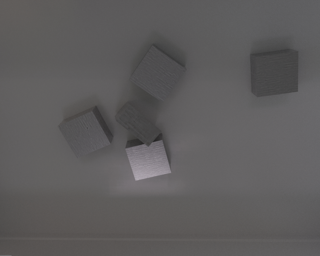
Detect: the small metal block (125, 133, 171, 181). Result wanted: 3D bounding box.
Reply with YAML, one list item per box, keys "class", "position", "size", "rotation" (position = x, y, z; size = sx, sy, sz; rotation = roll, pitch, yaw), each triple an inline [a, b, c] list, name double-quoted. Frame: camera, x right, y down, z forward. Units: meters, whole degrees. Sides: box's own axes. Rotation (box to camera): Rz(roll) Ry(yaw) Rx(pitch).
- class: "small metal block"
  position: [-0.015, 0.040, 0.426]
  size: [0.050, 0.025, 0.050]
  rotation: [-13, 110, 5]

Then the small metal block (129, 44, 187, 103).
- class: "small metal block"
  position: [-0.003, -0.069, 0.386]
  size: [0.050, 0.025, 0.050]
  rotation: [33, 107, -12]

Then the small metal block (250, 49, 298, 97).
- class: "small metal block"
  position: [0.142, -0.069, 0.387]
  size: [0.050, 0.025, 0.050]
  rotation: [-8, 110, 2]

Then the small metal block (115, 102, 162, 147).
- class: "small metal block"
  position: [-0.029, -0.006, 0.393]
  size: [0.050, 0.050, 0.025]
  rotation: [40, 90, -13]

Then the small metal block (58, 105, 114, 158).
- class: "small metal block"
  position: [-0.098, 0.005, 0.412]
  size: [0.050, 0.025, 0.050]
  rotation: [-23, 109, 8]
